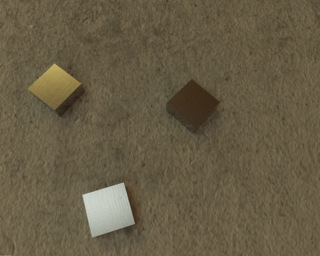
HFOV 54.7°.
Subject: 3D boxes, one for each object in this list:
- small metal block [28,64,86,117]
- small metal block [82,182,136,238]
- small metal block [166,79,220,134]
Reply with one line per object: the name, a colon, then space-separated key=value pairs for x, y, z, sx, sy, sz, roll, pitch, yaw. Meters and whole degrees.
small metal block: x=-0.141 y=-0.052 z=0.425 sx=0.050 sy=0.025 sz=0.050 roll=37 pitch=74 yaw=12
small metal block: x=-0.060 y=0.099 z=0.371 sx=0.050 sy=0.025 sz=0.050 roll=-16 pitch=71 yaw=-6
small metal block: x=0.044 y=-0.029 z=0.419 sx=0.050 sy=0.025 sz=0.050 roll=42 pitch=75 yaw=13
